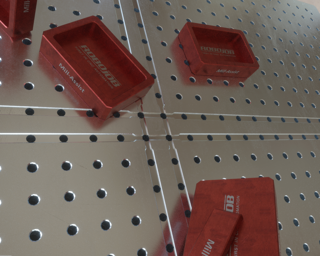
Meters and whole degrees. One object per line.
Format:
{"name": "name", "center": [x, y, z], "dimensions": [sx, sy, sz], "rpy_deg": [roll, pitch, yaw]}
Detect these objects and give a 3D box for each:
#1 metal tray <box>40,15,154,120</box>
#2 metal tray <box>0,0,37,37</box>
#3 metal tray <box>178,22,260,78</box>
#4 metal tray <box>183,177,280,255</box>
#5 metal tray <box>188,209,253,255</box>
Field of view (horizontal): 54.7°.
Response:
{"name": "metal tray", "center": [-0.082, -0.084, 0.412], "dimensions": [0.130, 0.030, 0.091], "rpy_deg": [48, 51, 5]}
{"name": "metal tray", "center": [-0.182, -0.181, 0.354], "dimensions": [0.090, 0.129, 0.030], "rpy_deg": [46, 51, 3]}
{"name": "metal tray", "center": [0.104, -0.136, 0.546], "dimensions": [0.131, 0.030, 0.090], "rpy_deg": [-3, 63, -30]}
{"name": "metal tray", "center": [0.077, 0.110, 0.327], "dimensions": [0.130, 0.090, 0.030], "rpy_deg": [-69, 146, -51]}
{"name": "metal tray", "center": [0.052, 0.158, 0.305], "dimensions": [0.131, 0.030, 0.090], "rpy_deg": [-49, 129, -39]}
